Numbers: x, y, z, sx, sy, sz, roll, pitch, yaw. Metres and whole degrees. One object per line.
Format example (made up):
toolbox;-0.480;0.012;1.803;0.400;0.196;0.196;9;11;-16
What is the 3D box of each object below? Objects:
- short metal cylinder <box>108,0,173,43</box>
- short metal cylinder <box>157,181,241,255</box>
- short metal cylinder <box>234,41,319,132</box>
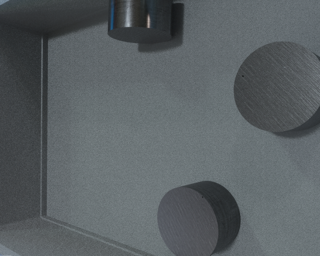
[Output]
short metal cylinder;-0.025;-0.141;0.391;0.080;0.081;0.050;4;93;40
short metal cylinder;0.044;0.104;0.354;0.080;0.050;0.080;0;90;40
short metal cylinder;0.118;-0.036;0.293;0.080;0.050;0.080;0;90;40
